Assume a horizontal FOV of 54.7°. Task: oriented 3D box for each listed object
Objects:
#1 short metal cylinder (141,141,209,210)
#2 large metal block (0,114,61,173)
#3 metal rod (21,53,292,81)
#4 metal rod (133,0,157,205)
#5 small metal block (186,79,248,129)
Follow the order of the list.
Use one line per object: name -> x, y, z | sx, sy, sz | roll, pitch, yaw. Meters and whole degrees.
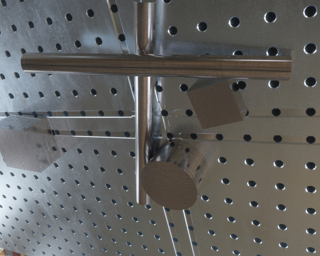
short metal cylinder -> 0.021, 0.064, 0.423 | 0.080, 0.050, 0.079 | 13, 124, 20
large metal block -> -0.228, 0.024, 0.527 | 0.080, 0.050, 0.079 | 4, 121, 25
metal rod -> -0.017, -0.070, 0.344 | 0.301, 0.025, 0.025 | 4, 121, 14
metal rod -> -0.021, -0.012, 0.413 | 0.025, 0.025, 0.298 | 15, 125, 19
small metal block -> 0.066, -0.030, 0.357 | 0.050, 0.025, 0.050 | -14, 112, 33
